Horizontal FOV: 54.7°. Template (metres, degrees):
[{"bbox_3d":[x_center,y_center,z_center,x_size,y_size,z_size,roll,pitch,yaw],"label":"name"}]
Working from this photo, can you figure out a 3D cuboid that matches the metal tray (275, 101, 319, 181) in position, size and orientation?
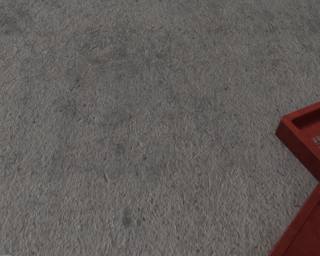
[{"bbox_3d":[0.229,0.006,0.396,0.131,0.030,0.090,-20,53,-16],"label":"metal tray"}]

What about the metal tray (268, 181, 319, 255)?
[{"bbox_3d":[0.166,0.122,0.298,0.090,0.030,0.131,36,58,26],"label":"metal tray"}]
